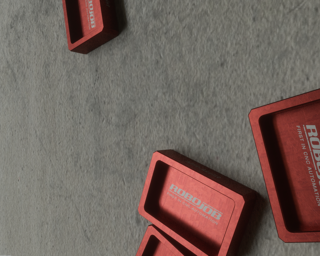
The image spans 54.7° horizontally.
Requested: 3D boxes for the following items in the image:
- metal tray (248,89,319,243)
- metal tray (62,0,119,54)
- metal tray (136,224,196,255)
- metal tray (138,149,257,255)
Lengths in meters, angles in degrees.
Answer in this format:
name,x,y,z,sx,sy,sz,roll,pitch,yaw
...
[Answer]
name,x,y,z,sx,sy,sz,roll,pitch,yaw
metal tray,0.142,0.034,0.283,0.090,0.030,0.129,-18,78,38
metal tray,-0.115,-0.195,0.493,0.090,0.030,0.129,-15,80,38
metal tray,0.025,0.188,0.379,0.130,0.030,0.089,33,110,34
metal tray,0.038,0.090,0.368,0.130,0.030,0.089,24,105,37
